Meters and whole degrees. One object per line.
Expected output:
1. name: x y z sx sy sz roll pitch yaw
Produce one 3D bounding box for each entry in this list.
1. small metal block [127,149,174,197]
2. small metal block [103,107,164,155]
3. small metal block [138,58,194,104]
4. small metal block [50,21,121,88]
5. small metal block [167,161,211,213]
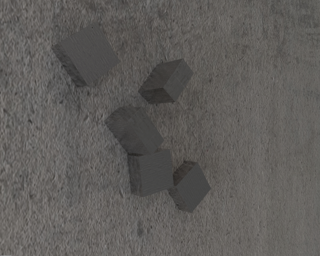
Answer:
1. small metal block: -0.011 0.055 0.395 0.050 0.025 0.050 -10 96 -40
2. small metal block: -0.031 0.003 0.362 0.025 0.050 0.050 -48 119 -29
3. small metal block: 0.007 -0.058 0.394 0.025 0.050 0.050 47 62 -30
4. small metal block: -0.080 -0.080 0.337 0.050 0.025 0.050 -45 117 -31
5. small metal block: 0.040 0.082 0.438 0.050 0.025 0.050 -43 116 -32
